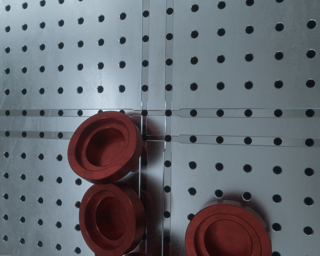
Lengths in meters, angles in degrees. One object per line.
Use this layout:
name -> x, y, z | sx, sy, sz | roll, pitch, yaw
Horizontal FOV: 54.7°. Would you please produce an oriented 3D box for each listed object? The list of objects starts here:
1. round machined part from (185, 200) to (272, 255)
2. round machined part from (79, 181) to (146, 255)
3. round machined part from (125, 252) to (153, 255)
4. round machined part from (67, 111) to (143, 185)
round machined part -> 0.083, 0.136, 0.374 | 0.098, 0.042, 0.097 | 0, 90, 19
round machined part -> -0.059, 0.119, 0.415 | 0.098, 0.042, 0.097 | -3, 85, 33
round machined part -> -0.027, 0.200, 0.399 | 0.098, 0.042, 0.097 | 6, 119, 12
round machined part -> -0.069, 0.029, 0.413 | 0.098, 0.042, 0.098 | -9, 59, 15
